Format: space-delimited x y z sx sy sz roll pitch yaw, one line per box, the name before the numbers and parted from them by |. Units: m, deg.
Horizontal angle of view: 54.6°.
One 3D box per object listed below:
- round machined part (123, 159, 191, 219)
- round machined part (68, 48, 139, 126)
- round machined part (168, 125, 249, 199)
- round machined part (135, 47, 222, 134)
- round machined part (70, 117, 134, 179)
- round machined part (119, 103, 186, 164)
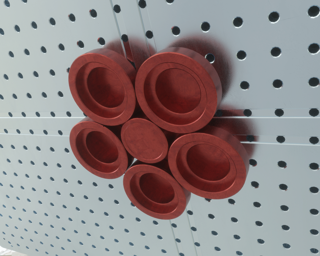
round machined part | -0.001 0.082 0.451 0.098 0.042 0.097 13 124 21
round machined part | -0.065 -0.055 0.401 0.098 0.042 0.097 13 124 21
round machined part | 0.063 0.038 0.391 0.098 0.042 0.097 13 124 21
round machined part | 0.024 -0.046 0.359 0.098 0.042 0.097 13 124 21
round machined part | -0.080 0.024 0.457 0.098 0.042 0.097 13 124 21
round machined part | -0.012 0.008 0.412 0.098 0.042 0.097 13 124 21
